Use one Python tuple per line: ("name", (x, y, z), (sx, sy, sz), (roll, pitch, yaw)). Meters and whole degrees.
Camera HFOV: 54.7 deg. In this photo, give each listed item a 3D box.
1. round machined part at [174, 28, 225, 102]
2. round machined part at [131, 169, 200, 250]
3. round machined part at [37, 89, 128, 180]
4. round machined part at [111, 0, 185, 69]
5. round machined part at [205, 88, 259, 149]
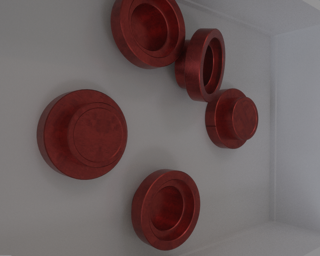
("round machined part", (0.053, -0.086, 0.425), (0.099, 0.042, 0.097), (-31, 126, -55))
("round machined part", (0.003, 0.101, 0.398), (0.099, 0.042, 0.097), (0, 90, -40))
("round machined part", (-0.075, 0.007, 0.333), (0.099, 0.042, 0.097), (0, 90, -40))
("round machined part", (-0.018, -0.121, 0.380), (0.099, 0.042, 0.097), (0, 90, -40))
("round machined part", (0.121, -0.015, 0.496), (0.099, 0.042, 0.097), (0, 90, -40))
